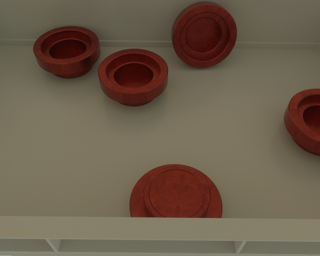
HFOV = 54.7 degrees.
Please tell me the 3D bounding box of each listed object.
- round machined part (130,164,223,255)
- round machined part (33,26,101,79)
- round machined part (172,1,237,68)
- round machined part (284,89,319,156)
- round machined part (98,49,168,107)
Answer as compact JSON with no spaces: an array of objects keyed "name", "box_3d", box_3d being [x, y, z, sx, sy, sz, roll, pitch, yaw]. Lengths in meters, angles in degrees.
[{"name":"round machined part","box_3d":[0.017,0.079,0.328,0.099,0.042,0.098,0,50,0]},{"name":"round machined part","box_3d":[-0.143,-0.116,0.489,0.099,0.042,0.098,0,50,0]},{"name":"round machined part","box_3d":[0.067,-0.148,0.486,0.099,0.097,0.042,-3,35,-3]},{"name":"round machined part","box_3d":[0.210,-0.002,0.399,0.099,0.042,0.098,0,50,0]},{"name":"round machined part","box_3d":[-0.038,-0.069,0.452,0.099,0.042,0.098,0,50,0]}]
